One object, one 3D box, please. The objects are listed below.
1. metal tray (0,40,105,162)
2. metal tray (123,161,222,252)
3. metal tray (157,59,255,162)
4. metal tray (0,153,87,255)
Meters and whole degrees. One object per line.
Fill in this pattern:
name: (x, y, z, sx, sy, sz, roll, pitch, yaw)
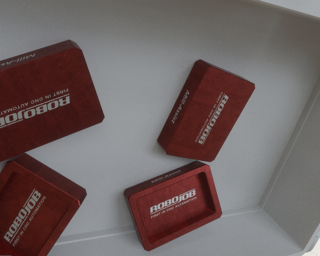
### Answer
metal tray: (-0.133, -0.026, 0.317, 0.131, 0.030, 0.089, -23, 127, -15)
metal tray: (0.022, 0.113, 0.464, 0.131, 0.030, 0.089, -19, 101, -17)
metal tray: (0.063, -0.019, 0.428, 0.091, 0.030, 0.129, 14, 111, -34)
metal tray: (-0.157, 0.105, 0.356, 0.090, 0.030, 0.129, 33, 101, -6)
